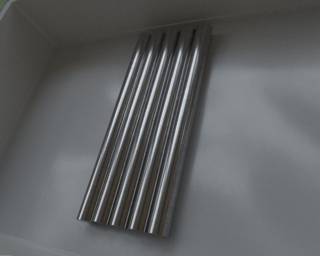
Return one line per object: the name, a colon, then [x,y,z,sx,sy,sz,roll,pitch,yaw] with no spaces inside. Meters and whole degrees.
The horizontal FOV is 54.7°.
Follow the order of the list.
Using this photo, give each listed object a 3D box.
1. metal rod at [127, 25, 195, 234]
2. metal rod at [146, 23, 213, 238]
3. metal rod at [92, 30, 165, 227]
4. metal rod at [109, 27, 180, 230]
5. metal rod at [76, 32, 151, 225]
metal rod: [0.010,-0.016,0.409,0.025,0.025,0.300,0,62,28]
metal rod: [0.032,-0.015,0.397,0.025,0.025,0.300,0,62,28]
metal rod: [-0.035,-0.017,0.433,0.025,0.025,0.300,0,62,28]
metal rod: [-0.013,-0.016,0.421,0.025,0.025,0.300,0,62,28]
metal rod: [-0.057,-0.016,0.444,0.025,0.025,0.300,0,62,28]
